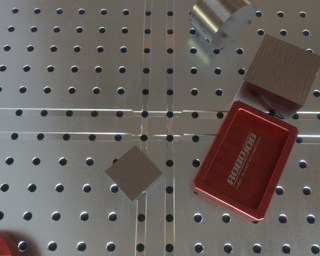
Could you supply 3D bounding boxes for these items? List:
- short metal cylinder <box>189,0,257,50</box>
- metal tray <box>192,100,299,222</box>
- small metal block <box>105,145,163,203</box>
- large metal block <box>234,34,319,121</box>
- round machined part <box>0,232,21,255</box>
[{"bbox_3d":[0.089,-0.159,0.441,0.080,0.080,0.050,-34,74,-12],"label":"short metal cylinder"},{"bbox_3d":[0.108,0.040,0.395,0.090,0.030,0.130,27,72,9],"label":"metal tray"},{"bbox_3d":[-0.032,0.058,0.390,0.050,0.025,0.050,-41,75,-14],"label":"small metal block"},{"bbox_3d":[0.161,-0.069,0.425,0.080,0.050,0.080,26,72,9],"label":"large metal block"},{"bbox_3d":[-0.201,0.162,0.342,0.099,0.042,0.098,0,70,0],"label":"round machined part"}]
